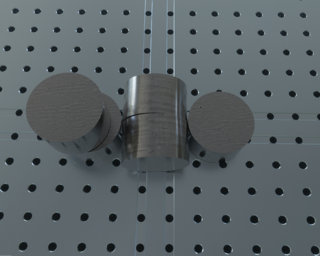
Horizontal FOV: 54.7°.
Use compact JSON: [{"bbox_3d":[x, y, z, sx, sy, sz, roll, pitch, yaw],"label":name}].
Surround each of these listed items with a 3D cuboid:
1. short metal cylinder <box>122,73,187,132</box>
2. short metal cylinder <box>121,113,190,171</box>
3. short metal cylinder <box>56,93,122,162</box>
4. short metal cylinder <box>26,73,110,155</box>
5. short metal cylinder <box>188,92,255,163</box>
[{"bbox_3d":[-0.006,-0.028,0.393,0.081,0.080,0.050,1,71,0],"label":"short metal cylinder"},{"bbox_3d":[-0.006,0.020,0.375,0.081,0.080,0.050,-1,70,-1],"label":"short metal cylinder"},{"bbox_3d":[-0.087,-0.001,0.398,0.081,0.050,0.080,0,70,0],"label":"short metal cylinder"},{"bbox_3d":[-0.100,-0.015,0.348,0.081,0.050,0.080,0,70,0],"label":"short metal cylinder"},{"bbox_3d":[0.074,0.000,0.398,0.081,0.050,0.080,0,70,0],"label":"short metal cylinder"}]
